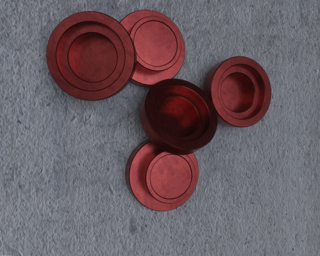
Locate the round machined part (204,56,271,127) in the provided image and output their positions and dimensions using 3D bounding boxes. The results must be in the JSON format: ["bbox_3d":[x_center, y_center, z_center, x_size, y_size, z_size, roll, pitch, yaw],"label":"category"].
[{"bbox_3d":[0.105,-0.050,0.441,0.099,0.042,0.097,0,90,-21],"label":"round machined part"}]

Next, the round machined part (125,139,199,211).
[{"bbox_3d":[0.008,0.060,0.405,0.099,0.042,0.097,0,90,-21],"label":"round machined part"}]

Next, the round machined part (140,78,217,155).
[{"bbox_3d":[0.021,-0.011,0.399,0.099,0.042,0.098,9,64,-19],"label":"round machined part"}]

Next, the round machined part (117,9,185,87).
[{"bbox_3d":[-0.012,-0.103,0.397,0.099,0.042,0.097,0,90,-21],"label":"round machined part"}]

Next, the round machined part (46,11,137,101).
[{"bbox_3d":[-0.076,-0.081,0.362,0.099,0.042,0.097,0,97,1],"label":"round machined part"}]
